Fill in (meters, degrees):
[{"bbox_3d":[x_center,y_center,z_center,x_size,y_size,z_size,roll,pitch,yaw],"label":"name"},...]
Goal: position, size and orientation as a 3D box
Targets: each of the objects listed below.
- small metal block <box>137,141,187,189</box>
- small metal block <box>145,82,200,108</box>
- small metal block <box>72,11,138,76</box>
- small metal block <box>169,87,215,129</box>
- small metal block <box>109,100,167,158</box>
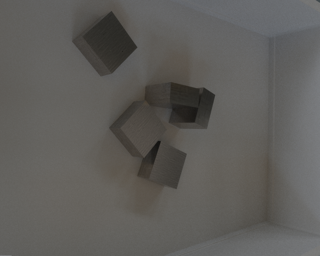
[{"bbox_3d":[0.004,0.049,0.412,0.050,0.025,0.050,28,72,-37],"label":"small metal block"},{"bbox_3d":[0.015,-0.041,0.405,0.050,0.050,0.025,6,86,-40],"label":"small metal block"},{"bbox_3d":[-0.062,-0.096,0.356,0.050,0.025,0.050,52,59,-28],"label":"small metal block"},{"bbox_3d":[0.044,-0.026,0.429,0.025,0.050,0.050,26,74,-38],"label":"small metal block"},{"bbox_3d":[-0.026,0.001,0.386,0.050,0.025,0.050,-51,120,-28],"label":"small metal block"}]
